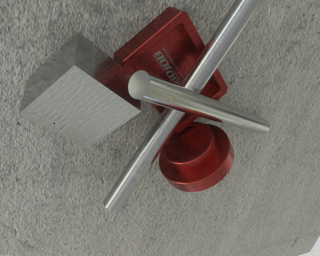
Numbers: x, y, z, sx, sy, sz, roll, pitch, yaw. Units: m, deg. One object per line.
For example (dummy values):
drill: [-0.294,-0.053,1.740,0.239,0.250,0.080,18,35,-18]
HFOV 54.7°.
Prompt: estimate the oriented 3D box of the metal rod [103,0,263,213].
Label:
metal rod: [0.019,-0.021,0.366,0.025,0.025,0.299,24,105,-37]

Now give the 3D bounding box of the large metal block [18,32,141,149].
large metal block: [-0.077,-0.033,0.310,0.080,0.050,0.080,-33,134,25]

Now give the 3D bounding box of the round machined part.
round machined part: [0.042,0.030,0.404,0.098,0.098,0.042,-36,130,-4]

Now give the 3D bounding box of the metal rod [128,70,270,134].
metal rod: [0.074,-0.020,0.381,0.302,0.025,0.025,11,114,-52]

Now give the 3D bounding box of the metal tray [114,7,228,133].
metal tray: [0.018,-0.065,0.374,0.090,0.030,0.130,-41,130,-1]
